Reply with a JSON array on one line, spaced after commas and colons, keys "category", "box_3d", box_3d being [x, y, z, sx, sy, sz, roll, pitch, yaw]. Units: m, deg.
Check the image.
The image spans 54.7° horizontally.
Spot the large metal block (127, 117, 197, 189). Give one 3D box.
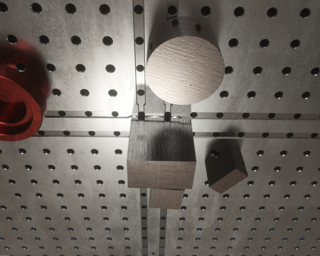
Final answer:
[{"category": "large metal block", "box_3d": [0.001, 0.031, 0.402, 0.081, 0.080, 0.050, 1, 130, -2]}]

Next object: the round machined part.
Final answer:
[{"category": "round machined part", "box_3d": [-0.185, -0.033, 0.369, 0.099, 0.042, 0.097, -1, 130, 0]}]

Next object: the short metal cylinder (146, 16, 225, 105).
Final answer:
[{"category": "short metal cylinder", "box_3d": [0.026, -0.072, 0.334, 0.081, 0.050, 0.079, -1, 130, 0]}]

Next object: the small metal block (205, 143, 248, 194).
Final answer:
[{"category": "small metal block", "box_3d": [0.094, 0.058, 0.447, 0.025, 0.050, 0.050, 33, 123, -25]}]

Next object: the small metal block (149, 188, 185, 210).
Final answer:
[{"category": "small metal block", "box_3d": [0.010, 0.106, 0.502, 0.050, 0.025, 0.050, 5, 130, -5]}]
